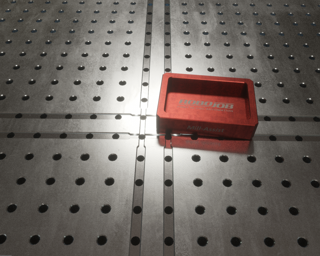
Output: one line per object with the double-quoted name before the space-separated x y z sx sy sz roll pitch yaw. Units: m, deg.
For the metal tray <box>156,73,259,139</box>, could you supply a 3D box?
"metal tray" 0.064 -0.033 0.432 0.131 0.030 0.090 5 50 3
